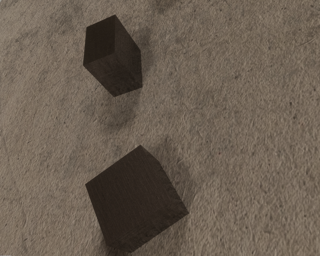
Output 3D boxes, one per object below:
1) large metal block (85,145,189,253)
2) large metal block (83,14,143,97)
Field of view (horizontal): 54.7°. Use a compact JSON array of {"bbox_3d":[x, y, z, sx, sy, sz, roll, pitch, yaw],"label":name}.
[{"bbox_3d":[-0.027,0.080,0.352,0.080,0.050,0.080,-36,51,4],"label":"large metal block"},{"bbox_3d":[-0.069,-0.107,0.468,0.050,0.080,0.080,-17,55,18],"label":"large metal block"}]
